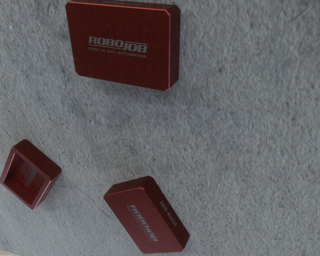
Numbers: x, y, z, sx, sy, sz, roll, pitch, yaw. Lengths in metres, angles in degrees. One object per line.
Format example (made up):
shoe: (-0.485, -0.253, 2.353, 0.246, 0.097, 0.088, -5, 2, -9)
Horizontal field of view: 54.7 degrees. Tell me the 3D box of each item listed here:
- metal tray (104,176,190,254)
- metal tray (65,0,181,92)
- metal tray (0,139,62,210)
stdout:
metal tray: (-0.021, 0.144, 0.503, 0.090, 0.030, 0.130, -20, 108, 35)
metal tray: (-0.043, -0.099, 0.363, 0.130, 0.030, 0.089, 13, 124, 20)
metal tray: (-0.248, 0.091, 0.587, 0.090, 0.030, 0.129, 40, 129, 0)
